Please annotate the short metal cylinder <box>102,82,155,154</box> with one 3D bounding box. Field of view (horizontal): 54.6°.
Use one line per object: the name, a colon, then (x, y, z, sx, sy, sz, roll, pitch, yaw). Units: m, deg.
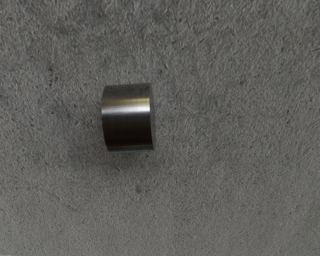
short metal cylinder: (-0.033, -0.011, 0.361, 0.050, 0.080, 0.080, -3, 130, 3)
